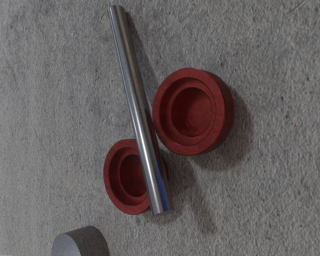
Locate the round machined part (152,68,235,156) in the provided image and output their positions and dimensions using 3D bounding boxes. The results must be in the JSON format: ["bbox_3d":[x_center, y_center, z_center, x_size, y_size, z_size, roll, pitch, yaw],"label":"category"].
[{"bbox_3d":[0.041,-0.018,0.358,0.098,0.042,0.097,0,90,39],"label":"round machined part"}]

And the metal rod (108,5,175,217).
[{"bbox_3d":[-0.030,-0.040,0.394,0.025,0.025,0.299,-33,60,35],"label":"metal rod"}]

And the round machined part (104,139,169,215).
[{"bbox_3d":[-0.028,0.063,0.415,0.098,0.042,0.097,0,90,39],"label":"round machined part"}]

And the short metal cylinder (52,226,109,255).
[{"bbox_3d":[-0.127,0.201,0.490,0.080,0.050,0.079,0,90,39],"label":"short metal cylinder"}]
